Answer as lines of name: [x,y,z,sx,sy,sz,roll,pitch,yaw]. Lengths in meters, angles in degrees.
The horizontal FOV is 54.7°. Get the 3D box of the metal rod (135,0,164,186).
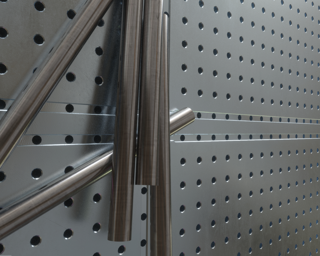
metal rod: [-0.010,-0.083,0.372,0.025,0.025,0.299,11,75,-40]

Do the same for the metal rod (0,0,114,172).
metal rod: [-0.104,-0.072,0.322,0.025,0.025,0.300,40,66,-33]

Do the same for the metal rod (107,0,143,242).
metal rod: [-0.038,-0.029,0.355,0.025,0.025,0.298,11,76,-40]

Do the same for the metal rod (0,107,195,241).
metal rod: [-0.065,0.042,0.356,0.302,0.025,0.025,-30,109,-36]

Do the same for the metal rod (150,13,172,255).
metal rod: [0.000,0.000,0.379,0.025,0.025,0.299,10,74,-40]
